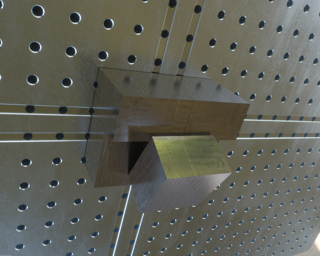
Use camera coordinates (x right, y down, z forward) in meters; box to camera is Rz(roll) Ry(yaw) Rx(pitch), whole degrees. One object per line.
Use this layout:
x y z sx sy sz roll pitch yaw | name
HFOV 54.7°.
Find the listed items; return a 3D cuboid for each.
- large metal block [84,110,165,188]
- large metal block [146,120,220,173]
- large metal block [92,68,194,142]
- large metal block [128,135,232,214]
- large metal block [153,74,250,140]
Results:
-0.043 0.024 0.385 0.081 0.050 0.079 1 118 -29 | large metal block
0.028 0.025 0.425 0.081 0.050 0.079 1 118 -29 | large metal block
-0.022 -0.027 0.347 0.081 0.080 0.050 1 118 -29 | large metal block
0.020 0.053 0.353 0.081 0.050 0.079 0 142 -29 | large metal block
0.048 -0.026 0.386 0.081 0.080 0.050 1 118 -29 | large metal block
